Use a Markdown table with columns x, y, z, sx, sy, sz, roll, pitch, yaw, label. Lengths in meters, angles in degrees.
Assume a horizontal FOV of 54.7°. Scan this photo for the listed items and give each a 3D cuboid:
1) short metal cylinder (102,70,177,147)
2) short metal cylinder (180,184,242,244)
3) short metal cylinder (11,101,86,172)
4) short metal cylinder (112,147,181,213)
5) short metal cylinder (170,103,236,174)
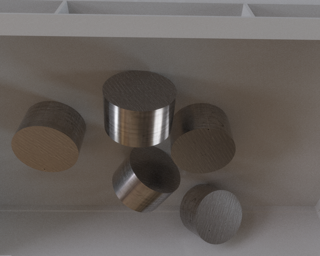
| x | y | z | sx | sy | sz | roll | pitch | yaw | label |
| --- | --- | --- | --- | --- | --- | --- | --- | --- | --- |
| -0.024 | -0.023 | 0.353 | 0.081 | 0.080 | 0.050 | 3 | 130 | -3 | short metal cylinder |
| 0.078 | 0.130 | 0.477 | 0.081 | 0.050 | 0.080 | 0 | 91 | -22 | short metal cylinder |
| -0.141 | 0.012 | 0.401 | 0.081 | 0.050 | 0.079 | 0 | 130 | 0 | short metal cylinder |
| -0.019 | 0.070 | 0.432 | 0.080 | 0.080 | 0.050 | 26 | 126 | -20 | short metal cylinder |
| 0.054 | 0.014 | 0.405 | 0.081 | 0.050 | 0.079 | 0 | 130 | 0 | short metal cylinder |
